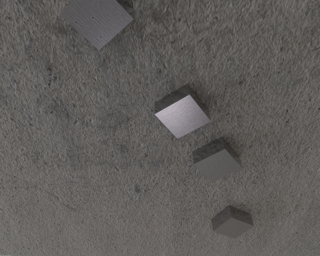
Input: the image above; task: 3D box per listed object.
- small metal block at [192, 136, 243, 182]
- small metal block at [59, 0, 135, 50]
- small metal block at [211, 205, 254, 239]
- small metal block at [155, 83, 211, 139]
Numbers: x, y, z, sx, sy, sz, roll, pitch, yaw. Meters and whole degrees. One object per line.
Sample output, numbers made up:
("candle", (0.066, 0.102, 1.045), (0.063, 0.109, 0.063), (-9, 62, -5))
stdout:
("small metal block", (0.083, 0.046, 0.447), (0.050, 0.025, 0.050), (-30, 124, 23))
("small metal block", (-0.061, -0.115, 0.308), (0.050, 0.025, 0.050), (-34, 123, 25))
("small metal block", (0.128, 0.168, 0.552), (0.050, 0.025, 0.050), (25, 126, -20))
("small metal block", (0.029, -0.020, 0.390), (0.050, 0.025, 0.050), (-29, 125, 22))
